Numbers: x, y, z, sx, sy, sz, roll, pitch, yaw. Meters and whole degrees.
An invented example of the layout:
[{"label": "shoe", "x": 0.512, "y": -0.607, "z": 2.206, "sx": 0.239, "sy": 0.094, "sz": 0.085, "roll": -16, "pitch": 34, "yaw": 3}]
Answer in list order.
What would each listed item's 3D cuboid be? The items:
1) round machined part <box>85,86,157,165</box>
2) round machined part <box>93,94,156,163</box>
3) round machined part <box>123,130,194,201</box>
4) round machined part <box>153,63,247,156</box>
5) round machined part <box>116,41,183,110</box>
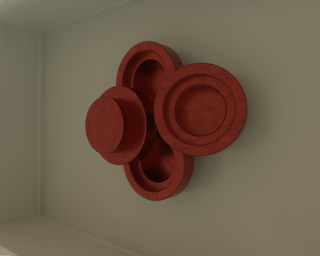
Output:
[{"label": "round machined part", "x": -0.054, "y": -0.003, "z": 0.379, "sx": 0.098, "sy": 0.042, "sz": 0.097, "roll": 0, "pitch": 90, "yaw": 39}, {"label": "round machined part", "x": -0.056, "y": 0.000, "z": 0.435, "sx": 0.098, "sy": 0.042, "sz": 0.097, "roll": 0, "pitch": 90, "yaw": 39}, {"label": "round machined part", "x": 0.002, "y": 0.039, "z": 0.390, "sx": 0.098, "sy": 0.042, "sz": 0.097, "roll": 0, "pitch": 90, "yaw": 39}, {"label": "round machined part", "x": 0.046, "y": -0.019, "z": 0.340, "sx": 0.098, "sy": 0.042, "sz": 0.097, "roll": -1, "pitch": 87, "yaw": 19}, {"label": "round machined part", "x": -0.008, "y": -0.058, "z": 0.398, "sx": 0.098, "sy": 0.042, "sz": 0.097, "roll": 0, "pitch": 90, "yaw": 39}]
